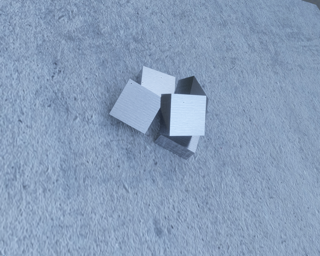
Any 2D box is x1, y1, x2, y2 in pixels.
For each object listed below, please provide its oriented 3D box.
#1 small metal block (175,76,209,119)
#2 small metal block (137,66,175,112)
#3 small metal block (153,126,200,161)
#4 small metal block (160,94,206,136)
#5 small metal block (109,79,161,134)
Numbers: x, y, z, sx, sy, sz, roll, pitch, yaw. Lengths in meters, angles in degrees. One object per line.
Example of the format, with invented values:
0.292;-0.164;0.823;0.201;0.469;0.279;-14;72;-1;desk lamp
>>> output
0.044;-0.037;0.439;0.050;0.025;0.050;50;42;-38;small metal block
-0.007;-0.053;0.436;0.050;0.025;0.050;16;55;-20;small metal block
0.025;0.008;0.416;0.050;0.025;0.050;29;52;-10;small metal block
0.029;-0.016;0.386;0.050;0.025;0.050;0;94;-29;small metal block
-0.030;-0.027;0.392;0.050;0.025;0.050;30;88;-11;small metal block
